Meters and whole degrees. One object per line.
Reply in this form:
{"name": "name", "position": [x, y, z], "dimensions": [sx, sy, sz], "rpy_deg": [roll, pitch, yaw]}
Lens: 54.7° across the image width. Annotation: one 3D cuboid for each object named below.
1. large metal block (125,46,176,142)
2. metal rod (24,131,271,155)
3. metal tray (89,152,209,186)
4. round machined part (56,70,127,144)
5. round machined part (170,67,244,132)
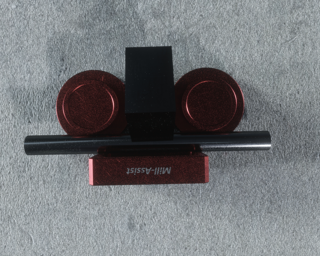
{"name": "large metal block", "position": [-0.011, -0.036, 0.357], "dimensions": [0.050, 0.080, 0.080], "rpy_deg": [-2, 67, -1]}
{"name": "metal rod", "position": [-0.014, 0.019, 0.390], "dimensions": [0.302, 0.025, 0.025], "rpy_deg": [-1, 90, -1]}
{"name": "metal tray", "position": [-0.012, 0.046, 0.378], "dimensions": [0.131, 0.090, 0.030], "rpy_deg": [-1, 90, -1]}
{"name": "round machined part", "position": [-0.085, -0.027, 0.400], "dimensions": [0.099, 0.042, 0.097], "rpy_deg": [0, 90, -1]}
{"name": "round machined part", "position": [0.061, -0.031, 0.403], "dimensions": [0.099, 0.042, 0.097], "rpy_deg": [0, 90, -1]}
